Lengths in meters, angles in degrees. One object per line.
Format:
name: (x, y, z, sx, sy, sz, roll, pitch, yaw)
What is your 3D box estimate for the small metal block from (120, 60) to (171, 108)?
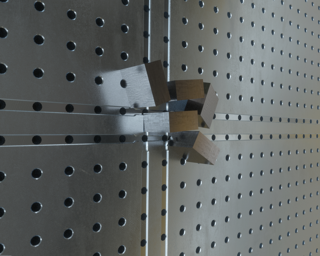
small metal block: (-0.018, -0.053, 0.379, 0.025, 0.050, 0.050, -25, 106, -38)

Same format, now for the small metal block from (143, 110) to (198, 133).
small metal block: (0.014, -0.009, 0.407, 0.050, 0.050, 0.025, -6, 94, -40)

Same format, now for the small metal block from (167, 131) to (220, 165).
small metal block: (0.047, 0.027, 0.435, 0.050, 0.050, 0.025, 38, 67, -34)

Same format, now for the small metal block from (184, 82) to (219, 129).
small metal block: (0.061, -0.033, 0.452, 0.050, 0.025, 0.050, 45, 60, -57)

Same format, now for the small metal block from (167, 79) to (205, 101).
small metal block: (0.023, -0.049, 0.414, 0.050, 0.050, 0.025, -10, 96, -39)
